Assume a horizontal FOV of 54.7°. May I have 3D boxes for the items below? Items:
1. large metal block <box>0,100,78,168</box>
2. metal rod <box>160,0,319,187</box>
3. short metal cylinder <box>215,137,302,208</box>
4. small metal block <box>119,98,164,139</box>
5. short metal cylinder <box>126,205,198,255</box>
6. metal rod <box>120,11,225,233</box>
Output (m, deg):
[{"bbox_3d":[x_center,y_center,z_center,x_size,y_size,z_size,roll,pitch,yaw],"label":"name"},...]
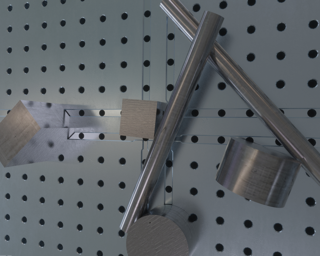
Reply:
[{"bbox_3d":[-0.182,0.008,0.447,0.080,0.080,0.050,-43,77,15],"label":"large metal block"},{"bbox_3d":[0.101,-0.052,0.376,0.025,0.025,0.300,-42,77,15],"label":"metal rod"},{"bbox_3d":[0.108,0.047,0.345,0.080,0.080,0.050,21,97,18],"label":"short metal cylinder"},{"bbox_3d":[-0.025,-0.013,0.421,0.050,0.025,0.050,6,92,19],"label":"small metal block"},{"bbox_3d":[0.004,0.144,0.397,0.080,0.050,0.079,0,90,19],"label":"short metal cylinder"},{"bbox_3d":[0.010,0.004,0.393,0.025,0.025,0.298,26,104,18],"label":"metal rod"}]
